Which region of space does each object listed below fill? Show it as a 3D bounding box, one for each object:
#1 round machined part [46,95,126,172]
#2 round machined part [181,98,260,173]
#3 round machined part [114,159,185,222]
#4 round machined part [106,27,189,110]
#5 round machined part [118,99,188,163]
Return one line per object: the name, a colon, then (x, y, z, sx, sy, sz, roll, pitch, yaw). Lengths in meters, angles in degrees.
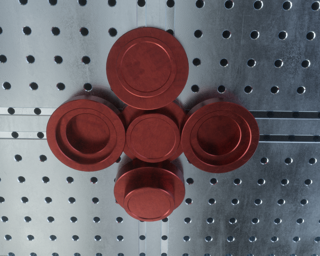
round machined part: (-0.092, 0.004, 0.404, 0.099, 0.042, 0.097, 0, 110, -1)
round machined part: (0.076, 0.007, 0.407, 0.099, 0.042, 0.097, 0, 110, -1)
round machined part: (-0.014, 0.091, 0.425, 0.099, 0.042, 0.097, 0, 125, 0)
round machined part: (-0.015, -0.070, 0.366, 0.099, 0.042, 0.097, 0, 96, 1)
round machined part: (-0.009, 0.006, 0.405, 0.099, 0.042, 0.097, 0, 110, -1)
